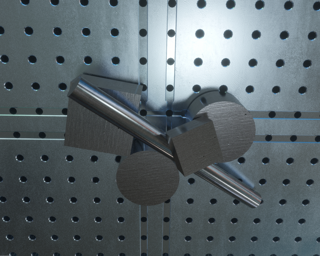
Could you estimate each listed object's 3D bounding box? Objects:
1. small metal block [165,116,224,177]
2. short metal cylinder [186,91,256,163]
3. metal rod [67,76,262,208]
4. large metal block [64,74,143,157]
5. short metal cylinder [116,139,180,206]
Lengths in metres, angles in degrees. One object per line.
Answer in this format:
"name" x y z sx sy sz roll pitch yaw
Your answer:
"small metal block" 0.039 0.020 0.357 0.050 0.025 0.050 -23 109 -11
"short metal cylinder" 0.075 -0.002 0.396 0.081 0.050 0.079 0 110 0
"metal rod" 0.025 0.031 0.384 0.301 0.025 0.025 33 107 -27
"large metal block" -0.069 -0.017 0.387 0.081 0.050 0.079 10 110 -4
"short metal cylinder" -0.015 0.056 0.417 0.081 0.050 0.079 0 110 0
